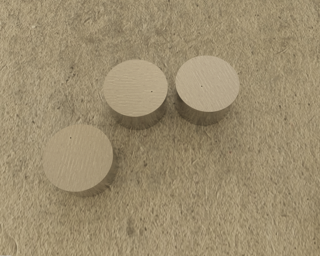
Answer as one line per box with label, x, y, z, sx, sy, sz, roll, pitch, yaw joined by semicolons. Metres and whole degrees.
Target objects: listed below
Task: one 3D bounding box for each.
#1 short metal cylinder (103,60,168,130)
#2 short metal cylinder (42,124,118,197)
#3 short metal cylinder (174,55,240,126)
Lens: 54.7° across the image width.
short metal cylinder;-0.030;-0.043;0.410;0.081;0.050;0.080;0;70;0
short metal cylinder;-0.094;0.041;0.379;0.081;0.050;0.080;0;70;0
short metal cylinder;0.060;-0.049;0.413;0.081;0.050;0.080;0;70;0
